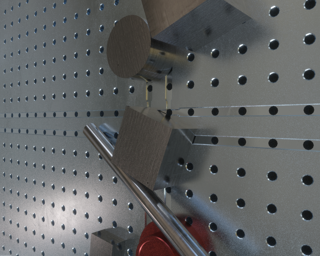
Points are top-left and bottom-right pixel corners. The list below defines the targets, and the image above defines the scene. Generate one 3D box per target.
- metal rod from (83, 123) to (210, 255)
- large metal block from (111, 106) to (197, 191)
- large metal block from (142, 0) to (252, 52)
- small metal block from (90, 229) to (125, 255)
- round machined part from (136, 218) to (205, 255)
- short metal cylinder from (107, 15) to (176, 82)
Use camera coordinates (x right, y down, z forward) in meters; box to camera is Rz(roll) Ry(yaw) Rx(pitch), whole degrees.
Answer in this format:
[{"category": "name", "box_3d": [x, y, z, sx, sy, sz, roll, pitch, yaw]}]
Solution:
[{"category": "metal rod", "box_3d": [-0.027, 0.081, 0.410, 0.300, 0.025, 0.025, 42, 116, 39]}, {"category": "large metal block", "box_3d": [-0.010, 0.023, 0.401, 0.080, 0.050, 0.079, 27, 107, 36]}, {"category": "large metal block", "box_3d": [0.040, -0.132, 0.340, 0.080, 0.081, 0.050, -24, 75, 37]}, {"category": "small metal block", "box_3d": [-0.082, 0.192, 0.477, 0.050, 0.025, 0.050, 9, 96, 39]}, {"category": "round machined part", "box_3d": [0.008, 0.166, 0.392, 0.098, 0.042, 0.097, 0, 90, 40]}, {"category": "short metal cylinder", "box_3d": [-0.026, -0.104, 0.414, 0.080, 0.050, 0.079, 0, 90, 40]}]
